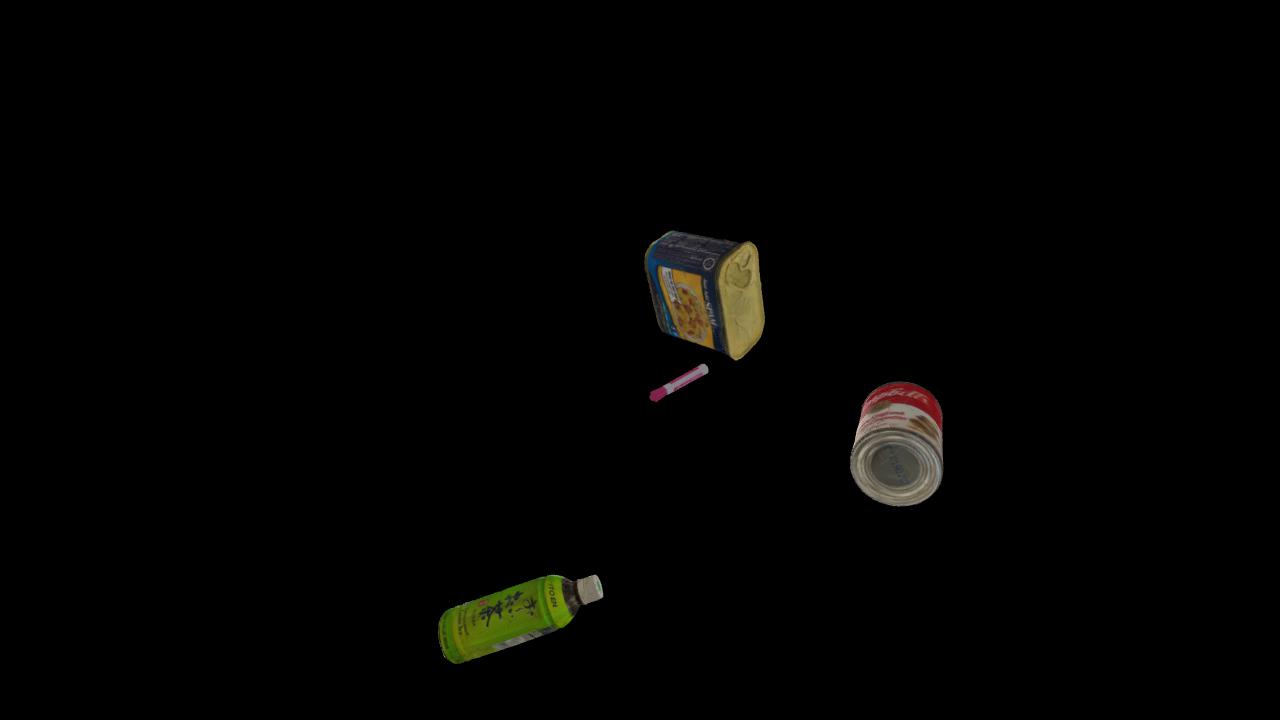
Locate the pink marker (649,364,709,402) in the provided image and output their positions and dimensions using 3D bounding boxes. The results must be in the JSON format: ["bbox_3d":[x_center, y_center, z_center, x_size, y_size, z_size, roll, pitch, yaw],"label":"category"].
[{"bbox_3d":[0.064,0.038,1.020,0.121,0.020,0.020,-27,14,-30],"label":"pink marker"}]

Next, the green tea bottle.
[{"bbox_3d":[-0.150,0.327,0.797,0.212,0.073,0.073,-19,-1,3],"label":"green tea bottle"}]

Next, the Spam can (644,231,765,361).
[{"bbox_3d":[0.057,-0.059,0.546,0.085,0.101,0.058,20,48,38],"label":"Spam can"}]

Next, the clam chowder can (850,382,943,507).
[{"bbox_3d":[0.213,0.067,0.506,0.068,0.068,0.102,0,19,25],"label":"clam chowder can"}]
